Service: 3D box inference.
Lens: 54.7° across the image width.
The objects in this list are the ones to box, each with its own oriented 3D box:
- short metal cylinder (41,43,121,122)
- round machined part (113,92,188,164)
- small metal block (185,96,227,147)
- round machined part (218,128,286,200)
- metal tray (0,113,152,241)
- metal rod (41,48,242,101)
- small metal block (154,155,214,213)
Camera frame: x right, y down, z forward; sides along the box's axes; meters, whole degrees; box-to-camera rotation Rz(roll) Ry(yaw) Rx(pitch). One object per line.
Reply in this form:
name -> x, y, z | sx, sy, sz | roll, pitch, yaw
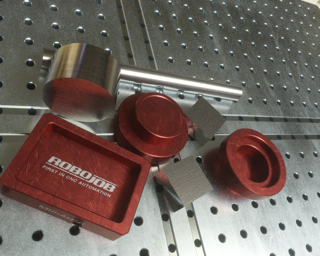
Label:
short metal cylinder -> -0.088, -0.050, 0.355 | 0.081, 0.080, 0.050 | 16, 55, -19
round machined part -> -0.007, -0.007, 0.397 | 0.099, 0.042, 0.098 | 14, 53, -20
small metal block -> 0.060, -0.010, 0.447 | 0.050, 0.025, 0.050 | 44, 51, 2
round machined part -> 0.122, 0.053, 0.430 | 0.099, 0.042, 0.098 | 14, 56, -21
metal tray -> -0.083, 0.051, 0.328 | 0.131, 0.030, 0.090 | 27, 53, -11
metal rod -> -0.009, -0.072, 0.446 | 0.302, 0.025, 0.025 | 6, 59, -25
small metal block -> 0.029, 0.068, 0.382 | 0.050, 0.025, 0.050 | -21, 73, -36
